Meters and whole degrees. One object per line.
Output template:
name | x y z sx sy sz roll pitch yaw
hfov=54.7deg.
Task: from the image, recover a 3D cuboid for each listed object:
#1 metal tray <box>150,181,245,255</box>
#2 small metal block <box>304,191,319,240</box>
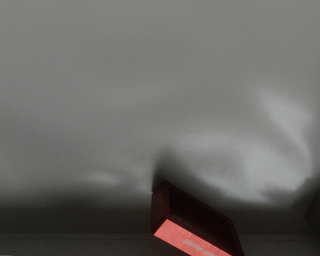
metal tray | 0.050 0.135 0.427 0.130 0.090 0.030 33 107 -12
small metal block | 0.242 0.128 0.449 0.025 0.050 0.050 12 110 -5
